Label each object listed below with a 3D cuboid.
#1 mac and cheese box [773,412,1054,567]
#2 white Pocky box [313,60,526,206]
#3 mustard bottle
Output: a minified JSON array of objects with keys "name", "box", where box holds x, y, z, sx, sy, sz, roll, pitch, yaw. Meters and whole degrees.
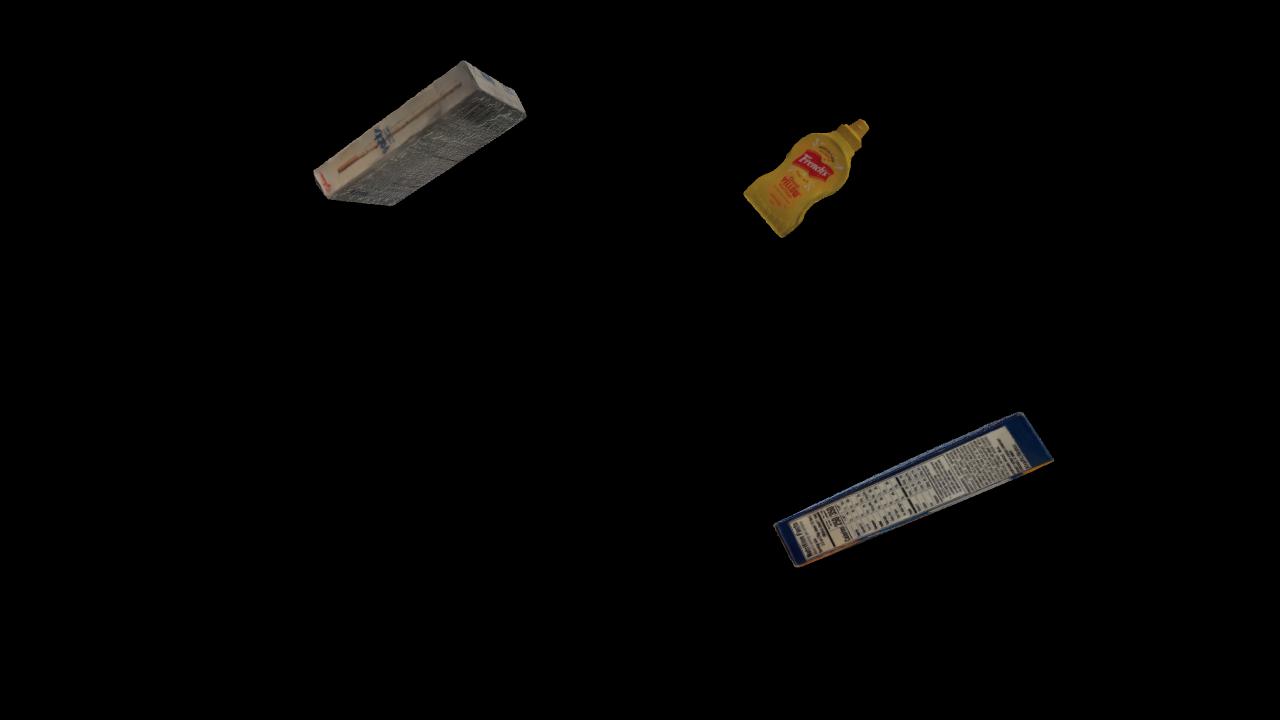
[{"name":"mac and cheese box","box":[0.200,0.097,0.455,0.184,0.041,0.093,-33,-21,23]},{"name":"white Pocky box","box":[-0.172,-0.173,0.491,0.154,0.028,0.084,-26,2,16]},{"name":"mustard bottle","box":[0.243,-0.266,0.867,0.184,0.092,0.054,-41,-13,18]}]
